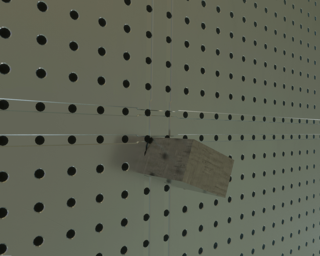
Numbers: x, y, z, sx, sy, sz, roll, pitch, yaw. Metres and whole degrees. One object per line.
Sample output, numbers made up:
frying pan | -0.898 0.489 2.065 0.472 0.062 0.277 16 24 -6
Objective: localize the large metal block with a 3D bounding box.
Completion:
large metal block | 0.035 0.050 0.401 0.080 0.080 0.050 27 73 -37
